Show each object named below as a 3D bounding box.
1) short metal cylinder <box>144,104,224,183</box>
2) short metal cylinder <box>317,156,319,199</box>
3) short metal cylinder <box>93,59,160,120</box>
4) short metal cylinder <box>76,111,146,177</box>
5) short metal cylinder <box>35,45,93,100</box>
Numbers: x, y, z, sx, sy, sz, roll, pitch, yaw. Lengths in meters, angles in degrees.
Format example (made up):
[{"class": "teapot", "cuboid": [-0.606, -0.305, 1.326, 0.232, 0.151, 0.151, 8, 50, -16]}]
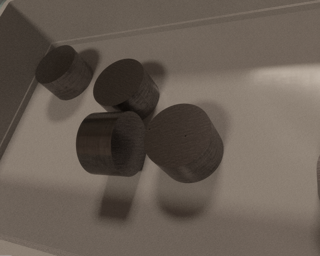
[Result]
[{"class": "short metal cylinder", "cuboid": [0.029, 0.018, 0.363, 0.080, 0.050, 0.080, -13, 56, 20]}, {"class": "short metal cylinder", "cuboid": [0.180, 0.047, 0.266, 0.080, 0.050, 0.080, -13, 56, 20]}, {"class": "short metal cylinder", "cuboid": [-0.048, -0.052, 0.445, 0.080, 0.050, 0.080, -13, 56, 20]}, {"class": "short metal cylinder", "cuboid": [-0.058, 0.019, 0.387, 0.050, 0.080, 0.080, -1, 61, 27]}, {"class": "short metal cylinder", "cuboid": [-0.164, -0.094, 0.531, 0.080, 0.050, 0.080, -13, 56, 20]}]
